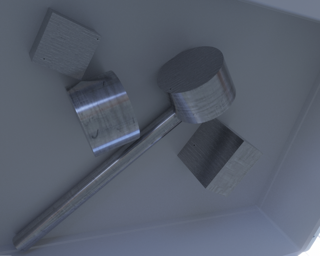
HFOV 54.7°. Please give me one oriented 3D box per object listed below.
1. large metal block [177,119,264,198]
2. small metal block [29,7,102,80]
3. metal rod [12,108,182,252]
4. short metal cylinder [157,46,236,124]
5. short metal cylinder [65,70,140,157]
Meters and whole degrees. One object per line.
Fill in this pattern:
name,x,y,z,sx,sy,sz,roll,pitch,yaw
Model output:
large metal block,0.084,0.038,0.445,0.050,0.080,0.080,29,102,-38
small metal block,-0.094,-0.082,0.307,0.050,0.025,0.050,19,108,-36
metal rod,-0.067,0.055,0.407,0.300,0.025,0.025,-40,130,-2
short metal cylinder,0.044,-0.051,0.367,0.080,0.080,0.050,-36,130,-4
short metal cylinder,-0.062,-0.015,0.331,0.050,0.080,0.080,-24,127,-14
